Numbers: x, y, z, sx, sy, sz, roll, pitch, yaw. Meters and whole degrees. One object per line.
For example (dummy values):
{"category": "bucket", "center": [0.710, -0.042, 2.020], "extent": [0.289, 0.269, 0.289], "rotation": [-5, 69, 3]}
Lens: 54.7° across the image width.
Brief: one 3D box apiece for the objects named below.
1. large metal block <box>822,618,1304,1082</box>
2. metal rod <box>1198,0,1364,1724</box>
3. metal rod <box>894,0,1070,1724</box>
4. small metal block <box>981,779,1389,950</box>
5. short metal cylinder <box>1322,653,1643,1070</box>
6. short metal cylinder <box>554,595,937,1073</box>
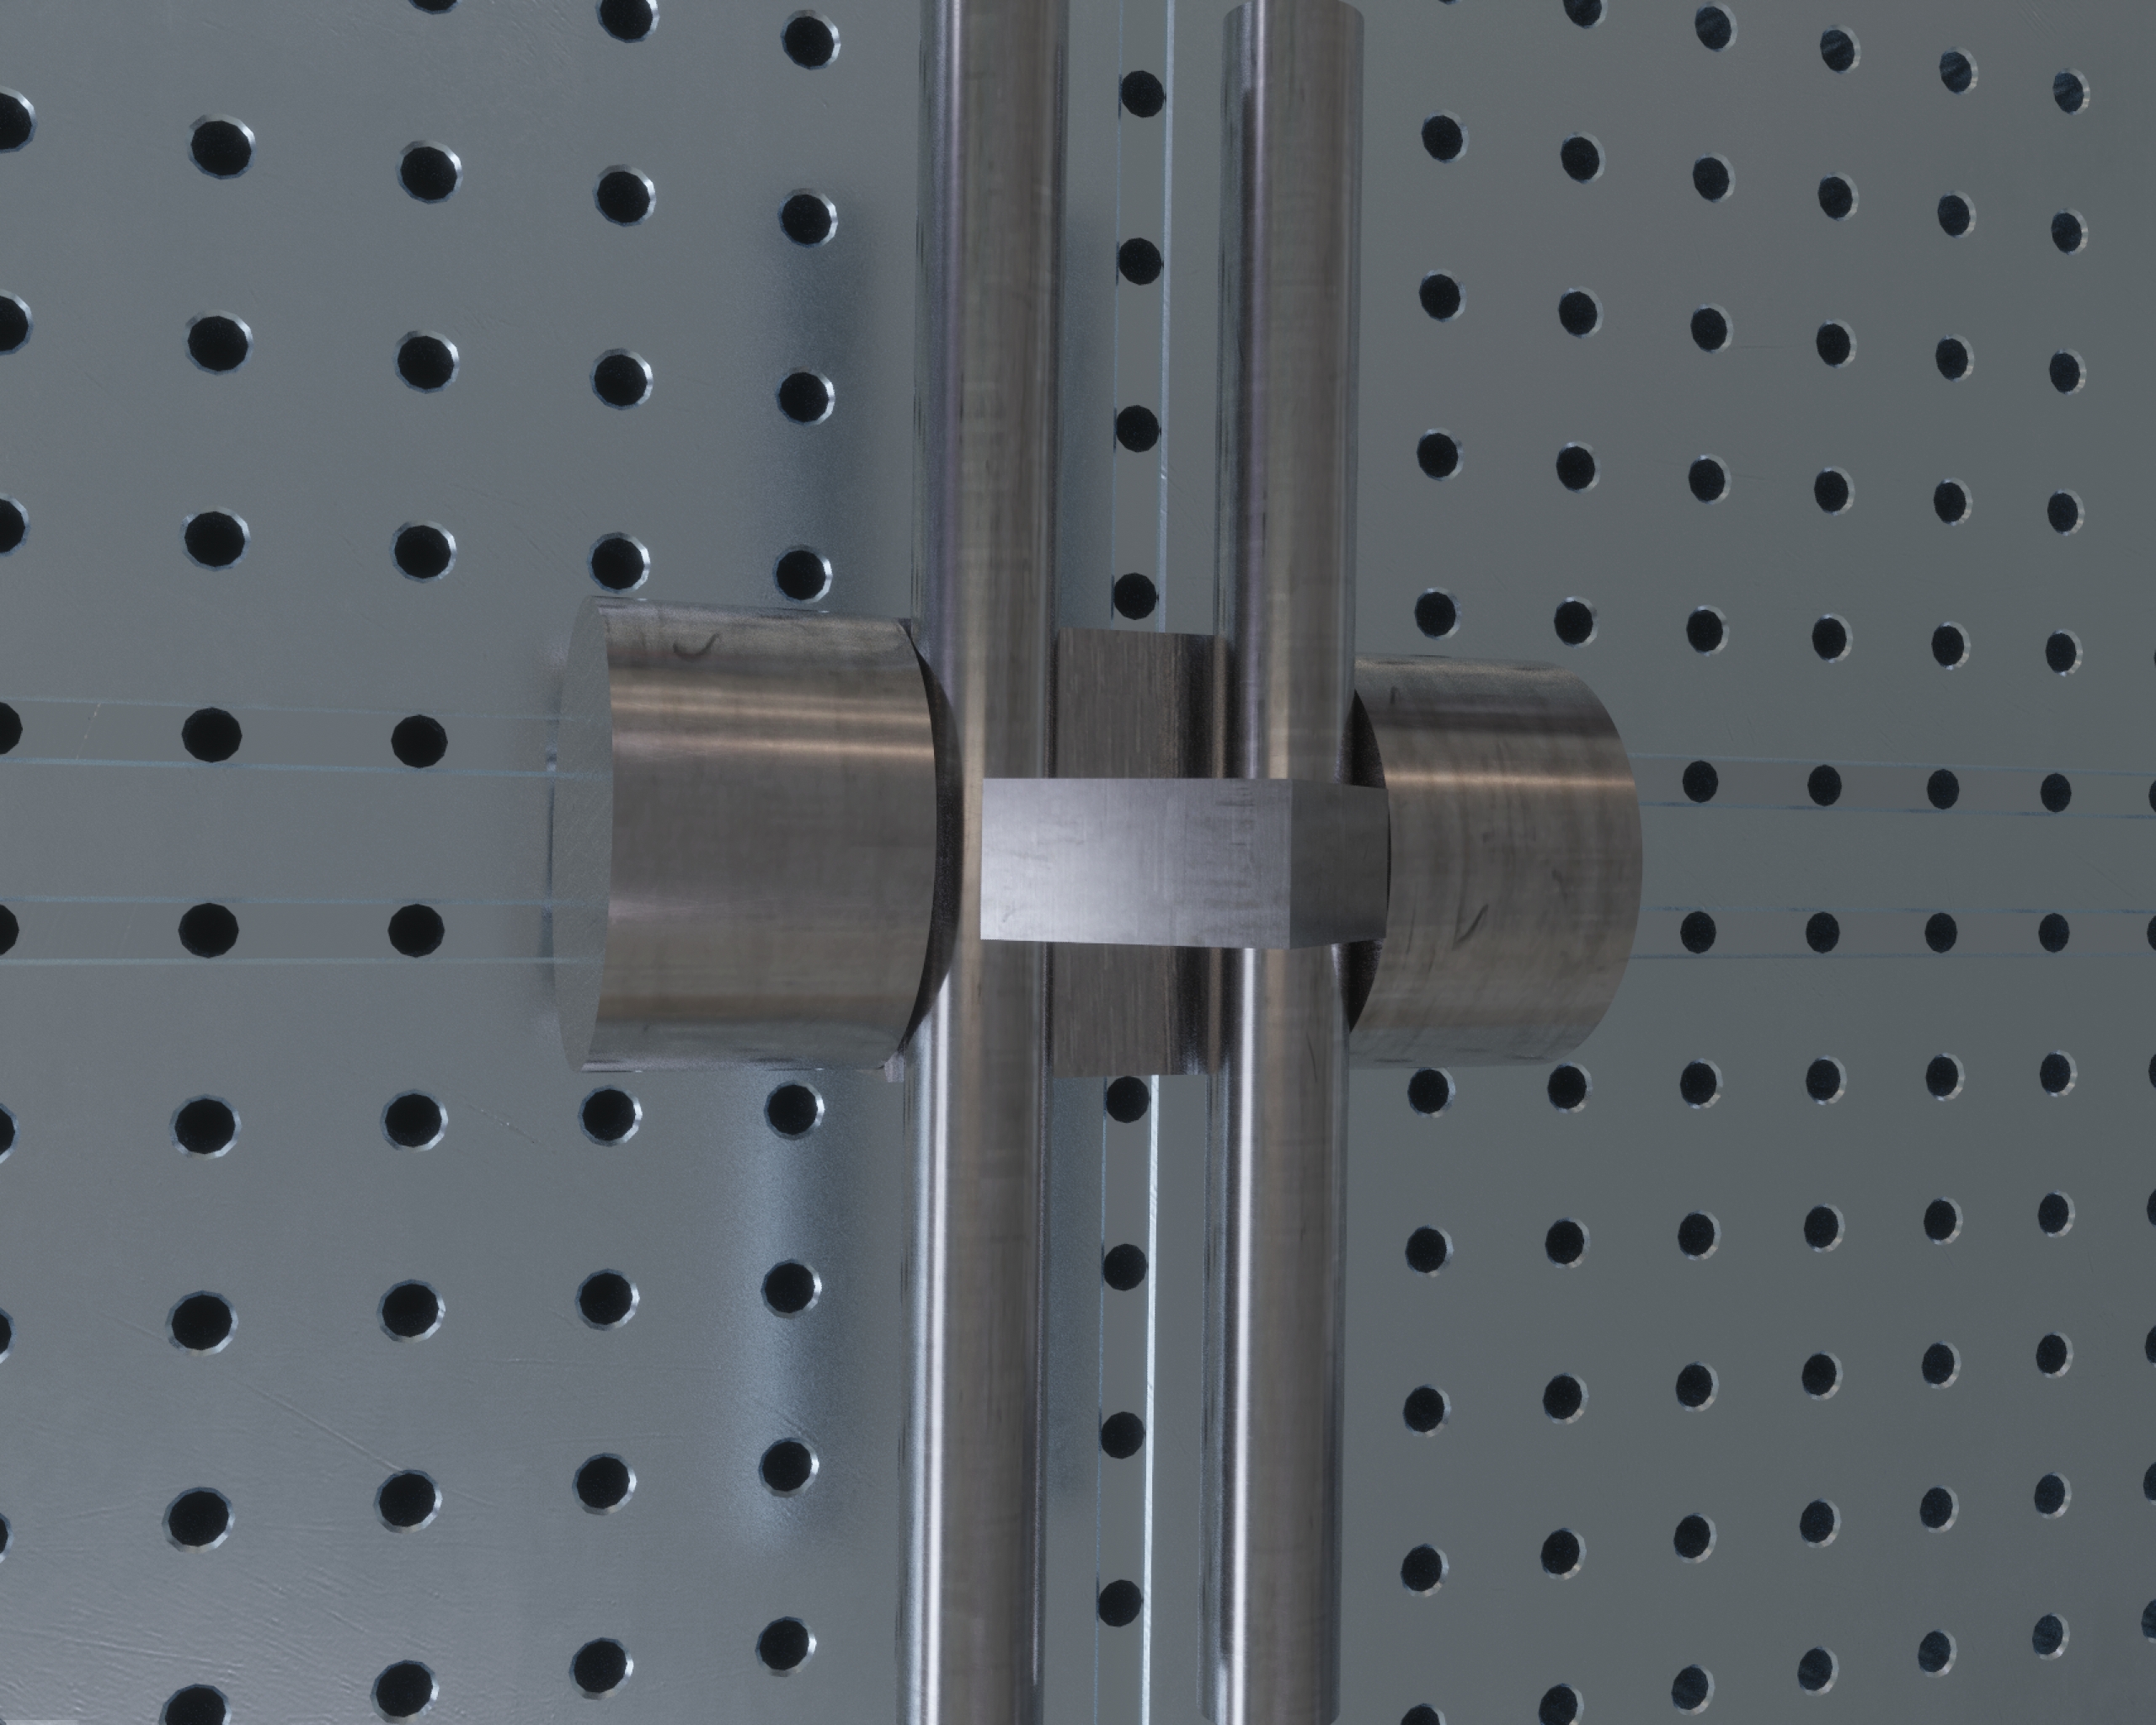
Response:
{"category": "large metal block", "center": [-0.003, -0.002, 0.394], "extent": [0.081, 0.050, 0.079], "rotation": [1, 90, -20]}
{"category": "metal rod", "center": [0.036, 0.000, 0.369], "extent": [0.025, 0.025, 0.298], "rotation": [1, 90, -20]}
{"category": "metal rod", "center": [-0.016, 0.002, 0.350], "extent": [0.025, 0.025, 0.298], "rotation": [1, 90, -20]}
{"category": "small metal block", "center": [0.018, 0.000, 0.336], "extent": [0.050, 0.050, 0.025], "rotation": [1, 90, 24]}
{"category": "short metal cylinder", "center": [0.064, 0.000, 0.403], "extent": [0.050, 0.080, 0.079], "rotation": [1, 90, -19]}
{"category": "short metal cylinder", "center": [-0.060, -0.004, 0.358], "extent": [0.050, 0.080, 0.079], "rotation": [2, 90, -20]}
